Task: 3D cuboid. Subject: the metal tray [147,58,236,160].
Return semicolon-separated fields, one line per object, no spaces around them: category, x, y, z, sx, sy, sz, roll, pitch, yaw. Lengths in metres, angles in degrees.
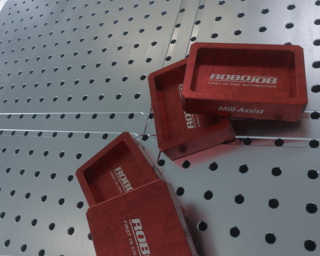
metal tray;0.037;-0.032;0.406;0.090;0.030;0.130;-21;54;16

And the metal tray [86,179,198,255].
metal tray;-0.012;0.127;0.305;0.090;0.030;0.130;-23;70;7

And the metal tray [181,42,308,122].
metal tray;0.096;-0.057;0.361;0.130;0.030;0.090;5;57;12

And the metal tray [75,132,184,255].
metal tray;-0.042;0.076;0.381;0.090;0.030;0.130;-39;51;1
